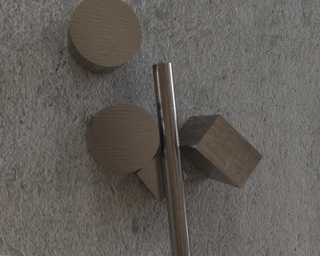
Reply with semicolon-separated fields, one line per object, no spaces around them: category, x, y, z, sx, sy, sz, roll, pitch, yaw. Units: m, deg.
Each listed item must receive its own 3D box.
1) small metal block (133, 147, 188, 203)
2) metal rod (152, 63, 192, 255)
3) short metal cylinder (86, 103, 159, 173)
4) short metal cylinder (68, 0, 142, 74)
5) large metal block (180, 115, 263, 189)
small metal block;0.000;0.060;0.409;0.050;0.025;0.050;-40;103;-16
metal rod;0.018;0.070;0.389;0.025;0.025;0.298;-7;93;-20
short metal cylinder;-0.047;0.011;0.378;0.081;0.050;0.079;0;90;-20
short metal cylinder;-0.068;-0.109;0.370;0.081;0.050;0.079;0;90;-20
large metal block;0.070;0.028;0.406;0.080;0.080;0.050;42;77;-16
